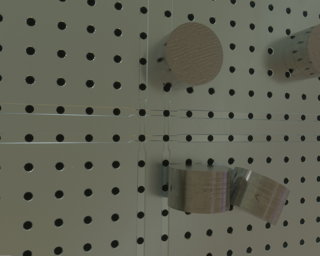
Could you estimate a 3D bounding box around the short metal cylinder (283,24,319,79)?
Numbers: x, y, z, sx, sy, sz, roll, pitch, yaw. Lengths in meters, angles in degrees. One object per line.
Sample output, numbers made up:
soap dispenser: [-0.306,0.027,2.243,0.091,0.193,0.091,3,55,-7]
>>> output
short metal cylinder: [0.247,-0.120,0.493,0.081,0.050,0.079,0,90,-21]

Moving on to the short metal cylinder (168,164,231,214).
short metal cylinder: [0.051,0.076,0.404,0.081,0.080,0.050,2,90,-20]

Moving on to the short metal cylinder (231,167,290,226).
short metal cylinder: [0.132,0.095,0.434,0.080,0.080,0.050,29,81,-18]

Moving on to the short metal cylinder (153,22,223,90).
short metal cylinder: [0.036,-0.094,0.414,0.081,0.050,0.079,0,90,-20]
